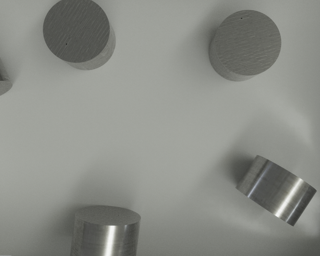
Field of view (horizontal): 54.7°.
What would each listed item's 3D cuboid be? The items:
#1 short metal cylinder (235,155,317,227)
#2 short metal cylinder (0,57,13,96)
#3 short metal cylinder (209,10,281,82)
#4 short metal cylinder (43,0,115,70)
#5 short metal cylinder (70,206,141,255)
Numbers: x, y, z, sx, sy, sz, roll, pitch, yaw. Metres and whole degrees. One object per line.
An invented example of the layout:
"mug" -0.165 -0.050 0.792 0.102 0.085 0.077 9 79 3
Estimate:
"short metal cylinder" 0.142 0.076 0.385 0.080 0.080 0.050 33 90 0
"short metal cylinder" -0.234 -0.064 0.382 0.080 0.080 0.050 -24 90 0
"short metal cylinder" 0.107 -0.103 0.399 0.081 0.050 0.080 0 90 0
"short metal cylinder" -0.101 -0.118 0.398 0.081 0.050 0.080 0 90 0
"short metal cylinder" -0.067 0.132 0.383 0.080 0.080 0.050 7 90 0
